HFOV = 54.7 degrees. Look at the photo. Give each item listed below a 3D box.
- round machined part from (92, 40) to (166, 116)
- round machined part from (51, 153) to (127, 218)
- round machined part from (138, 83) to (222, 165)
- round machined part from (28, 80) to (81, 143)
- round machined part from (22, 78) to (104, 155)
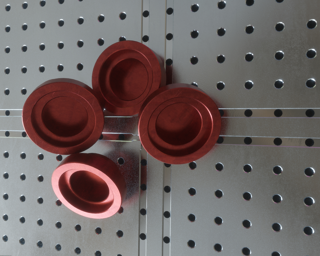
[{"bbox_3d":[-0.038,-0.064,0.416,0.098,0.042,0.097,0,90,19],"label":"round machined part"},{"bbox_3d":[-0.091,0.073,0.420,0.098,0.042,0.097,7,123,12],"label":"round machined part"},{"bbox_3d":[0.022,-0.008,0.380,0.099,0.042,0.097,-3,113,-6],"label":"round machined part"},{"bbox_3d":[-0.155,-0.024,0.457,0.098,0.042,0.097,0,90,19],"label":"round machined part"},{"bbox_3d":[-0.122,-0.017,0.402,0.099,0.042,0.097,-3,113,-8],"label":"round machined part"}]
